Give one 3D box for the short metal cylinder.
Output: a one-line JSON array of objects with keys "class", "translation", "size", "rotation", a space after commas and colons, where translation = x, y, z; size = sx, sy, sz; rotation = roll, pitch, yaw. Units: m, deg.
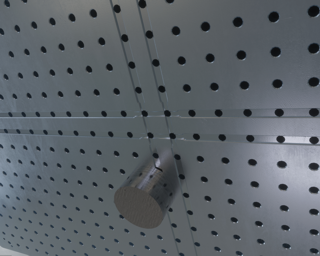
[{"class": "short metal cylinder", "translation": [-0.022, 0.105, 0.472], "size": [0.080, 0.050, 0.080], "rotation": [13, 124, 21]}]
